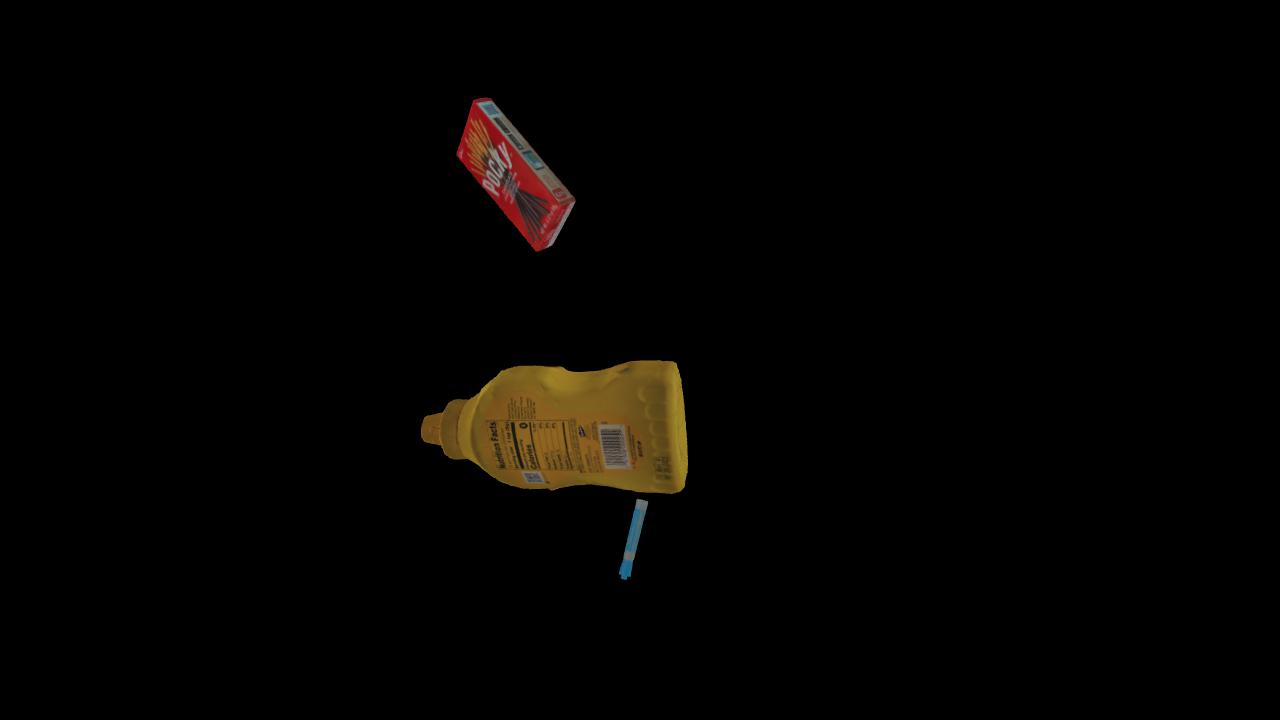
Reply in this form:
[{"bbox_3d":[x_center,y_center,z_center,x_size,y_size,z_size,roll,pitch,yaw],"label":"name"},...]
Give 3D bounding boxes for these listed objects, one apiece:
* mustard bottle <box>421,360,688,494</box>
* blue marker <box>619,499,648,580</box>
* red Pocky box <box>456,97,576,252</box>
[{"bbox_3d":[-0.062,0.046,0.416,0.184,0.092,0.054,-2,30,11],"label":"mustard bottle"},{"bbox_3d":[-0.010,0.276,0.948,0.020,0.121,0.020,13,-15,4],"label":"blue marker"},{"bbox_3d":[-0.140,-0.202,0.678,0.028,0.155,0.083,-34,-9,-39],"label":"red Pocky box"}]
